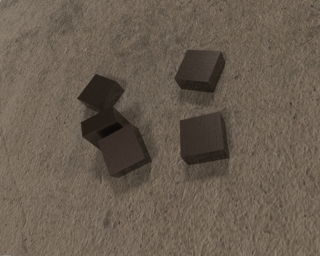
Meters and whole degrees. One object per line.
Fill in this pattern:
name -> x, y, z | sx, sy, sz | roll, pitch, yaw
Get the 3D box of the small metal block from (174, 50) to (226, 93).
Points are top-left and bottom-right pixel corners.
small metal block -> 0.055, -0.078, 0.422 | 0.050, 0.025, 0.050 | 12, 68, 32

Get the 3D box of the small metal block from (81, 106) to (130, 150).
small metal block -> -0.071, 0.003, 0.421 | 0.050, 0.050, 0.025 | -26, 52, 11

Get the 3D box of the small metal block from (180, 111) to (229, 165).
small metal block -> 0.052, 0.013, 0.368 | 0.050, 0.025, 0.050 | -13, 56, 21

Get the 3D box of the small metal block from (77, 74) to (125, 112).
small metal block -> -0.092, -0.052, 0.482 | 0.050, 0.025, 0.050 | 24, 75, 36

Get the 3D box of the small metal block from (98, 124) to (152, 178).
small metal block -> -0.045, 0.030, 0.400 | 0.050, 0.025, 0.050 | -28, 69, 10
